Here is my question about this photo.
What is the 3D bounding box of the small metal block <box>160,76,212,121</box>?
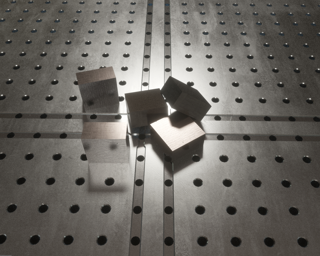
[{"bbox_3d":[0.034,-0.040,0.418,0.050,0.025,0.050,22,23,-30],"label":"small metal block"}]

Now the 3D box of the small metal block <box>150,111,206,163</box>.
[{"bbox_3d":[0.022,0.009,0.400,0.050,0.025,0.050,-26,55,-21],"label":"small metal block"}]

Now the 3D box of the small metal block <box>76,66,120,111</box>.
[{"bbox_3d":[-0.087,-0.055,0.437,0.050,0.050,0.025,-13,52,-11],"label":"small metal block"}]

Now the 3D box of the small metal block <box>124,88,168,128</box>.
[{"bbox_3d":[-0.019,-0.028,0.424,0.050,0.025,0.050,-10,37,-9],"label":"small metal block"}]

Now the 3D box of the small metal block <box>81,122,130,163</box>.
[{"bbox_3d":[-0.064,0.019,0.375,0.050,0.050,0.025,0,50,0],"label":"small metal block"}]
